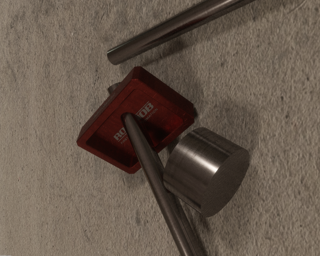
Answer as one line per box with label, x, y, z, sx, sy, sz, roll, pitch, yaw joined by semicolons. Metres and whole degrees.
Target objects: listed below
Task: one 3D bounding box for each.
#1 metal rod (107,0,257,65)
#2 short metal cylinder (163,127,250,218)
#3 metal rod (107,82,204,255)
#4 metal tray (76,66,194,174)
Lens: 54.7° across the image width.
metal rod;0.045;-0.133;0.365;0.300;0.025;0.025;-14;81;38
short metal cylinder;0.050;0.046;0.327;0.050;0.081;0.079;31;109;35
metal rod;0.006;0.081;0.372;0.025;0.025;0.299;-32;78;35
metal tray;-0.032;-0.003;0.387;0.129;0.090;0.030;-43;26;31
